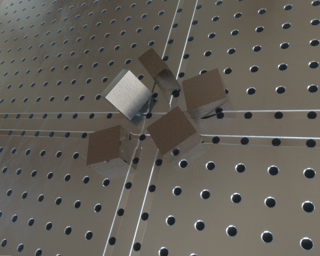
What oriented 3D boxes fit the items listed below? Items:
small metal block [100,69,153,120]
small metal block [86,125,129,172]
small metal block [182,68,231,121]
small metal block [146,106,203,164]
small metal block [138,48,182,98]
[{"bbox_3d":[-0.047,-0.048,0.441,0.050,0.050,0.025,-51,29,-8],"label":"small metal block"},{"bbox_3d":[-0.071,0.029,0.426,0.050,0.025,0.050,-15,56,19],"label":"small metal block"},{"bbox_3d":[0.060,-0.044,0.403,0.050,0.025,0.050,-19,54,16],"label":"small metal block"},{"bbox_3d":[0.018,0.008,0.393,0.050,0.025,0.050,-36,51,4],"label":"small metal block"},{"bbox_3d":[0.000,-0.078,0.439,0.025,0.050,0.050,-37,51,4],"label":"small metal block"}]
